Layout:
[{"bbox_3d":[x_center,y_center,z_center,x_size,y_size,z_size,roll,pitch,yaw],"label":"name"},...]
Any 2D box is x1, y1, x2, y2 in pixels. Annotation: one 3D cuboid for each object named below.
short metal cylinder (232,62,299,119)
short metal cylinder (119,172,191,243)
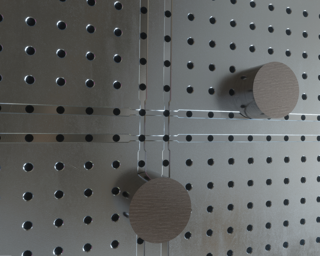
[{"bbox_3d":[0.156,-0.054,0.459,0.081,0.050,0.079,0,90,-20],"label":"short metal cylinder"},{"bbox_3d":[-0.007,0.099,0.398,0.081,0.050,0.079,0,90,-21],"label":"short metal cylinder"}]
